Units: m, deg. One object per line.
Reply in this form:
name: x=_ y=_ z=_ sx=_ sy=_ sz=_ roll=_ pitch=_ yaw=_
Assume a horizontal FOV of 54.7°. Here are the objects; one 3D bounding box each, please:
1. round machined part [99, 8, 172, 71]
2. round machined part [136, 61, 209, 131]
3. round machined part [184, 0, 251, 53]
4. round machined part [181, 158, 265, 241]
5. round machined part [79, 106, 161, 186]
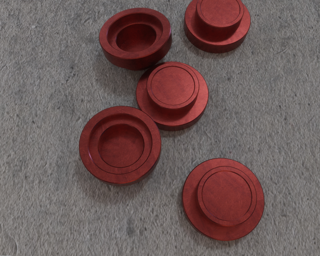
round machined part: x=-0.032 y=-0.120 z=0.436 sx=0.099 sy=0.042 sz=0.098 roll=-3 pitch=59 yaw=5
round machined part: x=0.016 y=-0.048 z=0.417 sx=0.099 sy=0.042 sz=0.098 roll=0 pitch=70 yaw=0
round machined part: x=0.086 y=-0.164 z=0.459 sx=0.099 sy=0.042 sz=0.098 roll=0 pitch=70 yaw=0
round machined part: x=0.076 y=0.083 z=0.369 sx=0.099 sy=0.042 sz=0.098 roll=0 pitch=70 yaw=0
round machined part: x=-0.048 y=0.025 z=0.390 sx=0.099 sy=0.042 sz=0.098 roll=0 pitch=70 yaw=0
